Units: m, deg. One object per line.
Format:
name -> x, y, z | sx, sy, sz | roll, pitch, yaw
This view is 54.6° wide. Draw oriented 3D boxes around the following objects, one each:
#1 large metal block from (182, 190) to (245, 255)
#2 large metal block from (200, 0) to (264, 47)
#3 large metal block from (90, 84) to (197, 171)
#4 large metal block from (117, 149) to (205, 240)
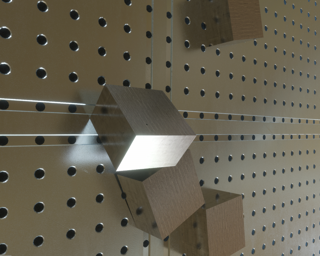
large metal block -> 0.079, 0.143, 0.458 | 0.081, 0.050, 0.080 | -8, 95, -40
large metal block -> 0.113, -0.175, 0.486 | 0.081, 0.050, 0.080 | -18, 101, -39
large metal block -> -0.020, -0.001, 0.347 | 0.081, 0.080, 0.050 | 1, 132, -40
large metal block -> 0.004, 0.078, 0.393 | 0.081, 0.050, 0.080 | -30, 111, -36
